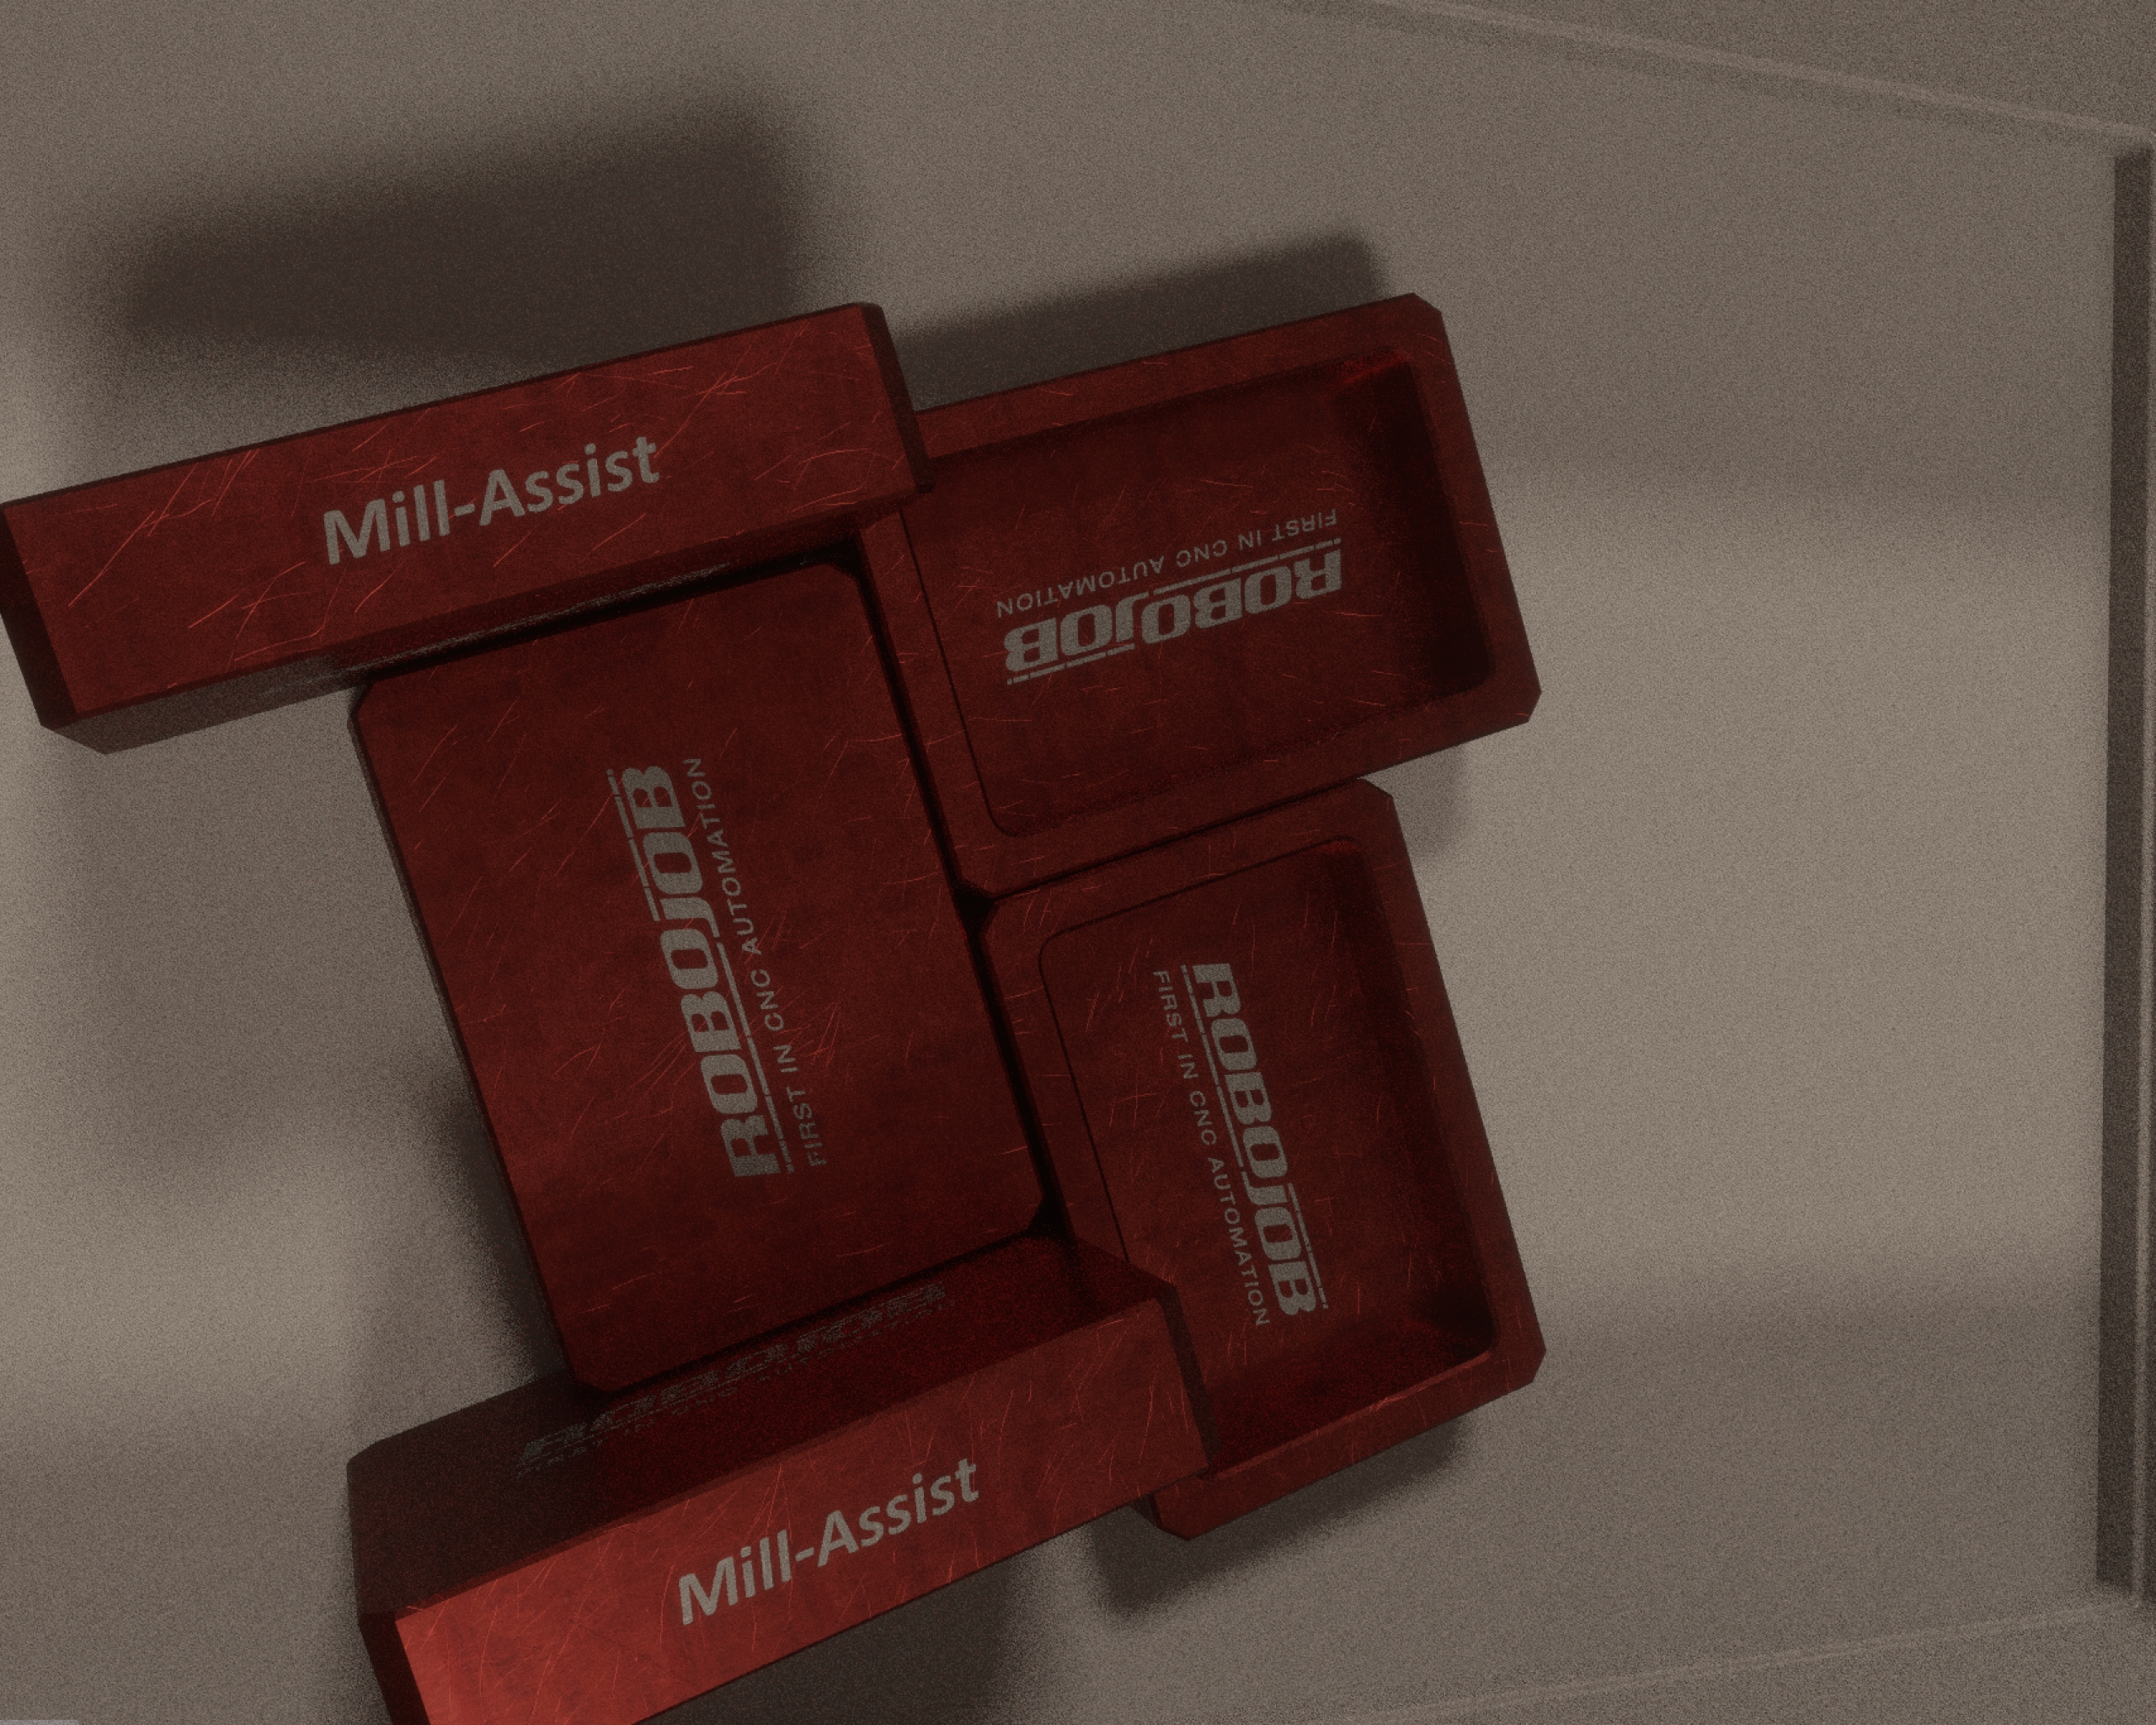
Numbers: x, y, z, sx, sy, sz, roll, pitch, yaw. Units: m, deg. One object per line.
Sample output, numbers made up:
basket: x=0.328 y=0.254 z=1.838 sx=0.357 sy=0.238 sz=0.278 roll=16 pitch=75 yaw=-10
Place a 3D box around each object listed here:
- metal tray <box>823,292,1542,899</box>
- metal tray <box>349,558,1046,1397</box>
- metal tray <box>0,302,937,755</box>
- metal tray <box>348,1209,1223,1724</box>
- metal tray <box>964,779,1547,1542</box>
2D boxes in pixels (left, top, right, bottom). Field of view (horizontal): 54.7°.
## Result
metal tray: x=0.021 y=-0.054 z=0.415 sx=0.131 sy=0.030 sz=0.089 roll=-18 pitch=96 yaw=-20
metal tray: x=-0.068 y=0.019 z=0.380 sx=0.091 sy=0.030 sz=0.129 roll=-19 pitch=97 yaw=-19
metal tray: x=-0.098 y=-0.052 z=0.336 sx=0.131 sy=0.090 sz=0.030 roll=-19 pitch=97 yaw=-19
metal tray: x=-0.053 y=0.101 z=0.354 sx=0.131 sy=0.090 sz=0.030 roll=-18 pitch=97 yaw=-19
metal tray: x=0.034 y=0.057 z=0.420 sx=0.091 sy=0.030 sz=0.129 roll=-19 pitch=97 yaw=-19
